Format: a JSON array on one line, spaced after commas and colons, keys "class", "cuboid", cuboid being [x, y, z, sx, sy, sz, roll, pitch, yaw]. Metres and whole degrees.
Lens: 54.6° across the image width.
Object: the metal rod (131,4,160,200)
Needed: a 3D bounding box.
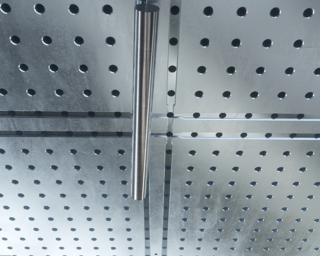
[{"class": "metal rod", "cuboid": [-0.024, -0.006, 0.405, 0.025, 0.025, 0.298, 3, 130, -3]}]
